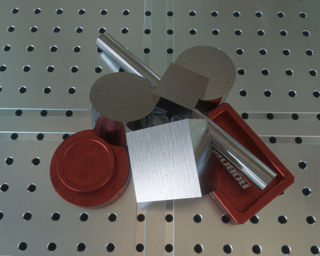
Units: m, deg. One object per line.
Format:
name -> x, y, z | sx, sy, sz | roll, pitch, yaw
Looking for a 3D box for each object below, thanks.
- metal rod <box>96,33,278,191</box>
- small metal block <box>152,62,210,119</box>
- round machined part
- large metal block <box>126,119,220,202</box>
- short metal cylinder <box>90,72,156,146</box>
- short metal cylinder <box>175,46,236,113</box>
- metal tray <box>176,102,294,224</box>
metal rod -> 0.018, -0.034, 0.394 | 0.025, 0.025, 0.300 | -41, 66, -14
small metal block -> 0.024, -0.043, 0.368 | 0.050, 0.025, 0.050 | 25, 64, 9
round machined part -> -0.086, 0.047, 0.380 | 0.099, 0.042, 0.098 | 0, 70, 0
large metal block -> 0.014, 0.037, 0.353 | 0.080, 0.050, 0.080 | -13, 84, 30
short metal cylinder -> -0.047, -0.025, 0.391 | 0.081, 0.050, 0.080 | 5, 53, -6
short metal cylinder -> 0.057, -0.063, 0.418 | 0.081, 0.050, 0.080 | 0, 70, 0
metal tray -> 0.088, 0.042, 0.390 | 0.090, 0.030, 0.130 | -35, 74, -12
